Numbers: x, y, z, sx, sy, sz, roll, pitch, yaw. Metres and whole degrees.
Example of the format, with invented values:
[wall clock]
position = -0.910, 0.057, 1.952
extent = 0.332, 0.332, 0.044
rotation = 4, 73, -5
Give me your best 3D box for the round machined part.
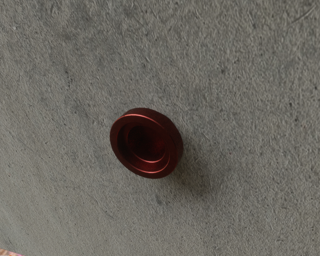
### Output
[round machined part]
position = -0.014, 0.016, 0.414
extent = 0.098, 0.042, 0.097
rotation = 13, 124, 21
